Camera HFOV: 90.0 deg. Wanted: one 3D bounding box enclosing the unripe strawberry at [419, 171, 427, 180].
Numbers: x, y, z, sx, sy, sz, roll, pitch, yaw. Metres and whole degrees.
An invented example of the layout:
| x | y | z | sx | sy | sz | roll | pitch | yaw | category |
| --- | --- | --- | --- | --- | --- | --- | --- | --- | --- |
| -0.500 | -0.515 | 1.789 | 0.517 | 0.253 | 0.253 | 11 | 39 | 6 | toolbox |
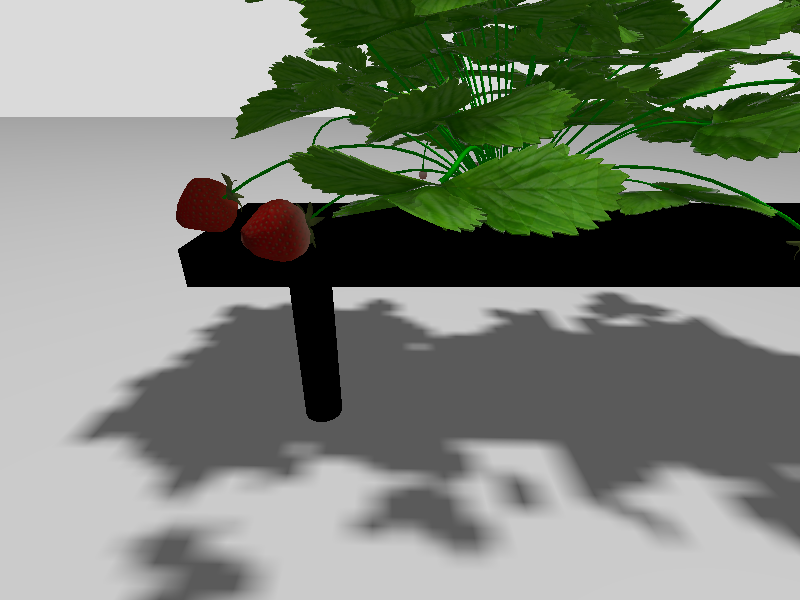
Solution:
| x | y | z | sx | sy | sz | roll | pitch | yaw | category |
| --- | --- | --- | --- | --- | --- | --- | --- | --- | --- |
| 0.029 | -0.155 | 0.497 | 0.011 | 0.010 | 0.010 | -9 | 28 | -18 | unripe strawberry |

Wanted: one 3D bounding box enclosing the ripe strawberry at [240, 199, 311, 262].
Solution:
| x | y | z | sx | sy | sz | roll | pitch | yaw | category |
| --- | --- | --- | --- | --- | --- | --- | --- | --- | --- |
| -0.080 | -0.042 | 0.255 | 0.041 | 0.041 | 0.038 | -20 | 32 | -25 | ripe strawberry |

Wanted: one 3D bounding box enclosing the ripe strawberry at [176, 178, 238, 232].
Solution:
| x | y | z | sx | sy | sz | roll | pitch | yaw | category |
| --- | --- | --- | --- | --- | --- | --- | --- | --- | --- |
| -0.153 | -0.072 | 0.313 | 0.045 | 0.044 | 0.042 | -23 | 28 | 2 | ripe strawberry |

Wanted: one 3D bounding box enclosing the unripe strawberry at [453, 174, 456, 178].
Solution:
| x | y | z | sx | sy | sz | roll | pitch | yaw | category |
| --- | --- | --- | --- | --- | --- | --- | --- | --- | --- |
| 0.071 | -0.148 | 0.486 | 0.013 | 0.013 | 0.011 | -3 | 26 | -6 | unripe strawberry |

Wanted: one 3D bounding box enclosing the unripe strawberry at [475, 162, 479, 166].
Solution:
| x | y | z | sx | sy | sz | roll | pitch | yaw | category |
| --- | --- | --- | --- | --- | --- | --- | --- | --- | --- |
| 0.100 | -0.164 | 0.516 | 0.025 | 0.026 | 0.027 | 1 | 9 | 3 | unripe strawberry |
